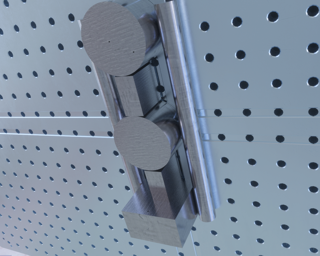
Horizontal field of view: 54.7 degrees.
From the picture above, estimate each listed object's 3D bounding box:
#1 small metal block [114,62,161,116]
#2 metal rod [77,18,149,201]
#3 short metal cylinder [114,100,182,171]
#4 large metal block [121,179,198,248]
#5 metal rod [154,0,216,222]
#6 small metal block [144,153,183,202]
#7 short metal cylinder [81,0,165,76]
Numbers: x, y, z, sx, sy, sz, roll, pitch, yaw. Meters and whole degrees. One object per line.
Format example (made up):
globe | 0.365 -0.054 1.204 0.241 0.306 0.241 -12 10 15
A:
small metal block | -0.025 -0.048 0.377 0.025 0.050 0.050 1 119 28
metal rod | -0.055 -0.003 0.438 0.025 0.025 0.298 1 119 28
short metal cylinder | -0.013 0.009 0.407 0.080 0.050 0.079 13 124 21
large metal block | 0.005 0.116 0.445 0.080 0.080 0.050 1 119 28
metal rod | 0.037 -0.002 0.389 0.025 0.025 0.298 1 119 28
small metal block | 0.006 0.066 0.431 0.025 0.050 0.050 0 119 28
short metal cylinder | -0.041 -0.105 0.351 0.080 0.050 0.079 13 124 21
